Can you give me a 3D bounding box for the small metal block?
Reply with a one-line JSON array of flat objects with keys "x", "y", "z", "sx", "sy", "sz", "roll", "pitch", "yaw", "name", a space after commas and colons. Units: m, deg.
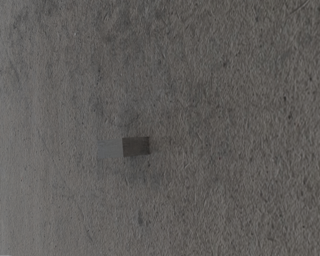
[{"x": -0.051, "y": 0.027, "z": 0.432, "sx": 0.050, "sy": 0.050, "sz": 0.025, "roll": -8, "pitch": 85, "yaw": 40, "name": "small metal block"}]
